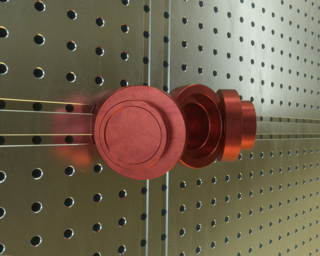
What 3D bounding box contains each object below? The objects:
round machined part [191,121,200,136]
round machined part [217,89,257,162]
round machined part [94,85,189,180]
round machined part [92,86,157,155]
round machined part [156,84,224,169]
[{"bbox_3d":[0.047,-0.003,0.439,0.099,0.042,0.097,0,90,-40],"label":"round machined part"},{"bbox_3d":[0.100,-0.004,0.417,0.042,0.098,0.097,0,90,0],"label":"round machined part"},{"bbox_3d":[-0.022,0.005,0.315,0.042,0.098,0.097,-21,107,-77],"label":"round machined part"},{"bbox_3d":[-0.029,-0.003,0.375,0.099,0.042,0.097,0,90,-40],"label":"round machined part"},{"bbox_3d":[0.033,-0.002,0.372,0.099,0.042,0.097,0,90,-40],"label":"round machined part"}]
